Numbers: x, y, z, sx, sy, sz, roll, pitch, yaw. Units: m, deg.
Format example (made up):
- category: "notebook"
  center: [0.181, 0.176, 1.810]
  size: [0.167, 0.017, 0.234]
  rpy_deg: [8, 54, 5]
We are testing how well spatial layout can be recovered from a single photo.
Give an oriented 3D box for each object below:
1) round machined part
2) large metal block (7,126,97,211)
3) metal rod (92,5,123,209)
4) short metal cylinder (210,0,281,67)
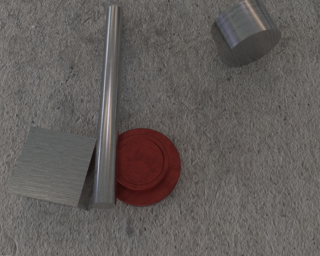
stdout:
- category: "round machined part"
  center: [-0.023, 0.046, 0.382]
  size: [0.099, 0.042, 0.098]
  rpy_deg: [0, 70, 0]
- category: "large metal block"
  center: [-0.121, 0.050, 0.376]
  size: [0.080, 0.050, 0.080]
  rpy_deg: [11, 70, 4]
- category: "metal rod"
  center: [-0.063, -0.048, 0.397]
  size: [0.025, 0.025, 0.299]
  rpy_deg: [-2, 60, -1]
- category: "short metal cylinder"
  center: [0.117, -0.128, 0.427]
  size: [0.080, 0.080, 0.050]
  rpy_deg: [-19, 71, -7]
